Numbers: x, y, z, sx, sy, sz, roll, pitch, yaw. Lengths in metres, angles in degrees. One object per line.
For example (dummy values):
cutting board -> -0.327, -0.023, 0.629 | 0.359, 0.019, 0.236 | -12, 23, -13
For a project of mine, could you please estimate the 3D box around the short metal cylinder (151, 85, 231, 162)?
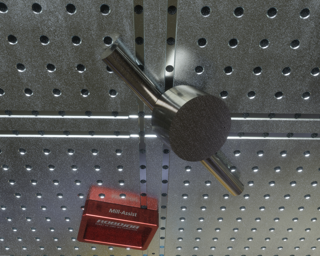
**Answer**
short metal cylinder -> 0.036, -0.007, 0.369 | 0.081, 0.050, 0.079 | -9, 114, -22

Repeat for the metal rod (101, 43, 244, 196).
metal rod -> 0.034, 0.007, 0.417 | 0.025, 0.025, 0.300 | -30, 125, 22

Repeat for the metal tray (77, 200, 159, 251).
metal tray -> -0.076, 0.177, 0.558 | 0.131, 0.030, 0.089 | 13, 129, -11
